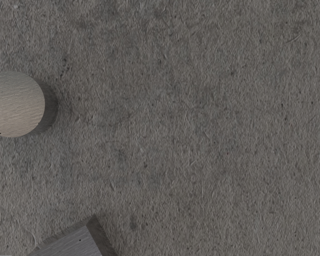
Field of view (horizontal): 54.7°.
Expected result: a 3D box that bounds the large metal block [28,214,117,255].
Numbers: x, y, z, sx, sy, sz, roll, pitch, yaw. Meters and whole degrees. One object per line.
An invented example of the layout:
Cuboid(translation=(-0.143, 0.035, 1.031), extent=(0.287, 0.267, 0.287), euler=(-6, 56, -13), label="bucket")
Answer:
Cuboid(translation=(-0.106, 0.170, 0.397), extent=(0.080, 0.050, 0.080), euler=(-28, 90, 0), label="large metal block")

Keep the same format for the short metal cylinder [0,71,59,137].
Cuboid(translation=(-0.178, -0.029, 0.396), extent=(0.081, 0.050, 0.079), euler=(0, 90, 0), label="short metal cylinder")
